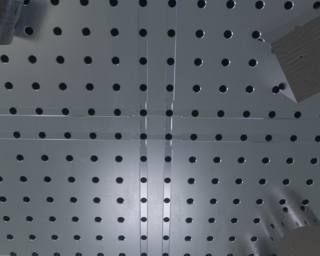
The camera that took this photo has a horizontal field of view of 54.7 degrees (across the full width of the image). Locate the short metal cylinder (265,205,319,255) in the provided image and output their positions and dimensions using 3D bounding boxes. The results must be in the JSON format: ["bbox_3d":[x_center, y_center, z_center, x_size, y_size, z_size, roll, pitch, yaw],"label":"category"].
[{"bbox_3d":[0.206,0.163,0.462,0.081,0.050,0.079,0,110,0],"label":"short metal cylinder"}]

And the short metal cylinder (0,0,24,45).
[{"bbox_3d":[-0.196,-0.130,0.334,0.080,0.080,0.050,23,108,-9],"label":"short metal cylinder"}]

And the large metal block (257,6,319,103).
[{"bbox_3d":[0.176,-0.089,0.369,0.080,0.050,0.080,-29,108,10],"label":"large metal block"}]
